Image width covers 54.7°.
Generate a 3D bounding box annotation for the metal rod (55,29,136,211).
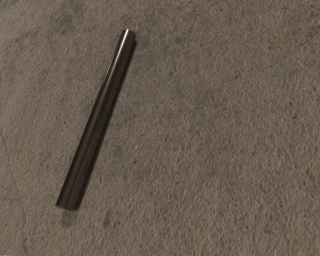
[{"bbox_3d":[-0.089,-0.027,0.464,0.025,0.025,0.300,1,62,28],"label":"metal rod"}]
